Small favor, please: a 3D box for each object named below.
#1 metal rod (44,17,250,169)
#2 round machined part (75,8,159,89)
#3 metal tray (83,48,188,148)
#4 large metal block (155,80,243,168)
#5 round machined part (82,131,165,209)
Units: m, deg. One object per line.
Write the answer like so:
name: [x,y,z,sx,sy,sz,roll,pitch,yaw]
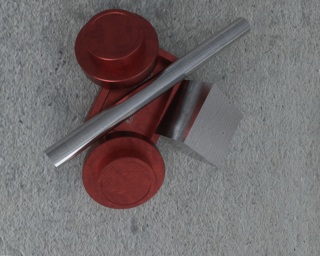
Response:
metal rod: [-0.002,-0.052,0.378,0.301,0.025,0.025,-37,102,-16]
round machined part: [-0.051,-0.098,0.361,0.099,0.042,0.098,0,71,1]
metal tray: [-0.029,-0.043,0.397,0.090,0.030,0.130,26,81,-18]
large metal block: [0.053,-0.005,0.402,0.080,0.050,0.080,36,77,-41]
round machined part: [-0.041,0.056,0.368,0.099,0.042,0.097,-4,111,-11]
